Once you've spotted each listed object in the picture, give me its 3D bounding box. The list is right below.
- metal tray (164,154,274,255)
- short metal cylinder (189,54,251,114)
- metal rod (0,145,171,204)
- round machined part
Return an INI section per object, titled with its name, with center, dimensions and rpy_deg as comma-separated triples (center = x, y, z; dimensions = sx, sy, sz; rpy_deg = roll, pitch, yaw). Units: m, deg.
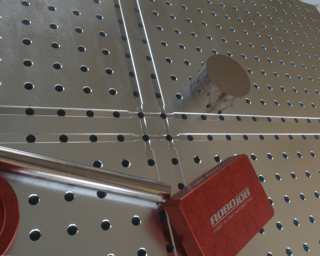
[metal tray]
center = 0.077, 0.098, 0.375
dimensions = 0.131, 0.030, 0.090
rpy_deg = -26, 90, -37
[short metal cylinder]
center = 0.093, -0.068, 0.486
dimensions = 0.081, 0.050, 0.080
rpy_deg = 14, 56, -21
[metal rod]
center = -0.129, 0.038, 0.315
dimensions = 0.302, 0.025, 0.025
rpy_deg = 16, 55, -19
[round machined part]
center = -0.172, 0.081, 0.256
dimensions = 0.099, 0.042, 0.098
rpy_deg = 14, 56, -21
